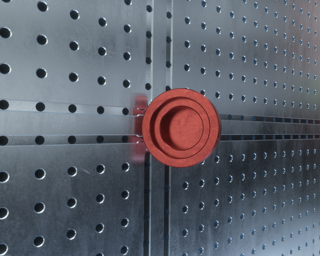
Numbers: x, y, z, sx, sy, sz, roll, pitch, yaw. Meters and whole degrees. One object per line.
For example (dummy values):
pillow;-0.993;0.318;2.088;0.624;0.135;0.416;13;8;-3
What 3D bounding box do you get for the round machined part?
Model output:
round machined part;0.030;0.001;0.398;0.042;0.098;0.098;8;84;-71
